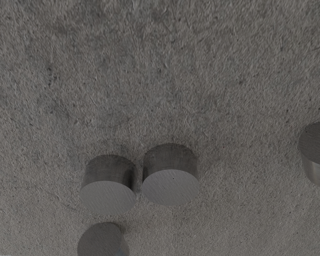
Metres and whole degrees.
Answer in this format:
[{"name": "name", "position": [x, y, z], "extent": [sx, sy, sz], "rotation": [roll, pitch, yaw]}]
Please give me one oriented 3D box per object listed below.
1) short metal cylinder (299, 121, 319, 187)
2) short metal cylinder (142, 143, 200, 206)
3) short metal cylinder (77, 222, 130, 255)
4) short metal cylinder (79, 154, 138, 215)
[{"name": "short metal cylinder", "position": [0.227, 0.034, 0.402], "extent": [0.080, 0.080, 0.050], "rotation": [-18, 128, 15]}, {"name": "short metal cylinder", "position": [0.015, 0.068, 0.449], "extent": [0.081, 0.050, 0.079], "rotation": [0, 130, 0]}, {"name": "short metal cylinder", "position": [-0.100, 0.219, 0.556], "extent": [0.080, 0.080, 0.050], "rotation": [-9, 130, 7]}, {"name": "short metal cylinder", "position": [-0.075, 0.085, 0.463], "extent": [0.081, 0.050, 0.079], "rotation": [0, 130, 0]}]
